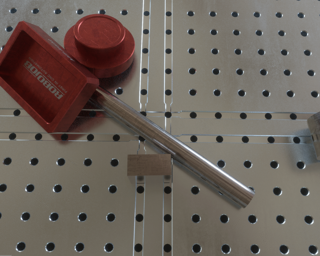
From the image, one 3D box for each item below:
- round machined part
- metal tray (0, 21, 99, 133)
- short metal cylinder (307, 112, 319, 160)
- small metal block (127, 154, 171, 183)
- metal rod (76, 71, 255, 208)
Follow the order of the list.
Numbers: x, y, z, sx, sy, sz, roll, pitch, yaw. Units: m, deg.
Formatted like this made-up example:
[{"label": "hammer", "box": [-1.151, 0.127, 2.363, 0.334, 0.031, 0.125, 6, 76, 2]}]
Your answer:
[{"label": "round machined part", "box": [-0.084, -0.121, 0.435, 0.099, 0.042, 0.098, 4, 59, -7]}, {"label": "metal tray", "box": [-0.155, -0.067, 0.410, 0.130, 0.030, 0.090, 41, 104, 13]}, {"label": "short metal cylinder", "box": [0.231, 0.006, 0.383, 0.081, 0.080, 0.050, -5, 70, -2]}, {"label": "small metal block", "box": [-0.012, 0.051, 0.380, 0.050, 0.050, 0.025, -1, 70, -1]}, {"label": "metal rod", "box": [-0.012, 0.005, 0.409, 0.300, 0.025, 0.025, 34, 73, 11]}]
